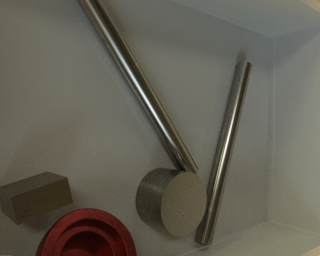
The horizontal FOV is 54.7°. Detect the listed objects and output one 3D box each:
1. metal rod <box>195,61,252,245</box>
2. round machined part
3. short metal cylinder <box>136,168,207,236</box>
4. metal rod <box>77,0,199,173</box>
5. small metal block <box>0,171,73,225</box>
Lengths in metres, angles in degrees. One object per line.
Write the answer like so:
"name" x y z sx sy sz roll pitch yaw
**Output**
"metal rod" 0.105 0.032 0.497 0.025 0.025 0.299 26 74 -37
"round machined part" -0.076 0.136 0.315 0.099 0.042 0.098 21 47 -24
"short metal cylinder" 0.015 0.094 0.406 0.081 0.050 0.079 0 90 -40
"metal rod" -0.026 -0.055 0.386 0.025 0.025 0.299 -46 118 -31
"small metal block" -0.119 0.063 0.292 0.050 0.050 0.025 -17 101 -39
